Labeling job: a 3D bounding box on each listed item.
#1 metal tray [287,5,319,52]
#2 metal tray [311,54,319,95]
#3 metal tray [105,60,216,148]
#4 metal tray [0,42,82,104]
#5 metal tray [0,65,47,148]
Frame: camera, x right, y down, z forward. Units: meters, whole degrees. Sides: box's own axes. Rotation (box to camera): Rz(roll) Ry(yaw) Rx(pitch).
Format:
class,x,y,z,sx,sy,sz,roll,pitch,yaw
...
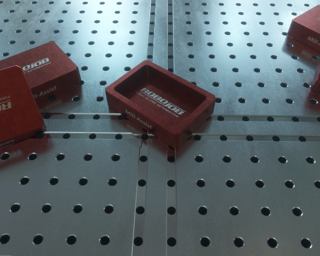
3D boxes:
class,x,y,z,sx,sy,sz,roll,pitch,yaw
metal tray,0.307,-0.165,0.545,0.091,0.030,0.130,-32,57,-24
metal tray,0.302,-0.080,0.454,0.130,0.030,0.090,17,72,14
metal tray,0.000,-0.039,0.436,0.130,0.030,0.090,32,57,24
metal tray,-0.199,-0.076,0.468,0.131,0.030,0.090,-30,56,-23
metal tray,-0.225,-0.016,0.391,0.131,0.030,0.090,-22,82,-18
